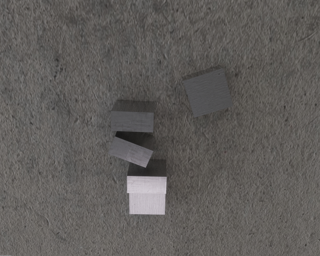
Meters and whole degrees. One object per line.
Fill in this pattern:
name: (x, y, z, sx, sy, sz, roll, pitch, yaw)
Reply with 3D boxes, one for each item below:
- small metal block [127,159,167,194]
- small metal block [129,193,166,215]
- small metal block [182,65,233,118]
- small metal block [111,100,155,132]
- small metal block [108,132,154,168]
small metal block: (-0.017, 0.064, 0.420, 0.050, 0.050, 0.025, 1, 110, -1)
small metal block: (-0.018, 0.096, 0.445, 0.050, 0.025, 0.050, 1, 110, -1)
small metal block: (0.060, -0.047, 0.393, 0.050, 0.025, 0.050, -17, 109, 6)
small metal block: (-0.033, -0.016, 0.390, 0.050, 0.050, 0.025, 2, 110, -1)
small metal block: (-0.036, 0.021, 0.404, 0.050, 0.050, 0.025, 22, 109, -8)
